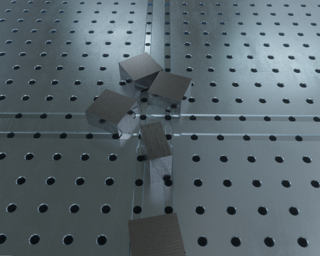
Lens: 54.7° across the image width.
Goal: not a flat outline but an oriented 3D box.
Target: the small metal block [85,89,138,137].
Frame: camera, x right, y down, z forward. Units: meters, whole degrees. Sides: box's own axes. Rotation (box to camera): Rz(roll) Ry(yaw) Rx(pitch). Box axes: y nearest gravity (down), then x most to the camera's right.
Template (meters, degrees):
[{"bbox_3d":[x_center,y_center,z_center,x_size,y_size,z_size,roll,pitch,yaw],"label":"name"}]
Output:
[{"bbox_3d":[-0.065,-0.022,0.425,0.050,0.025,0.050,22,53,17],"label":"small metal block"}]

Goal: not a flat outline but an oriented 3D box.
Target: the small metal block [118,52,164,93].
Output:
[{"bbox_3d":[-0.029,-0.087,0.480,0.050,0.025,0.050,-26,55,-21],"label":"small metal block"}]

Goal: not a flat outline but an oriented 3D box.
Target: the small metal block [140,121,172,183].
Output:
[{"bbox_3d":[-0.005,0.029,0.367,0.025,0.050,0.050,-11,51,-10],"label":"small metal block"}]

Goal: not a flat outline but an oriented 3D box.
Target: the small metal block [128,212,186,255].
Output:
[{"bbox_3d":[-0.004,0.117,0.309,0.050,0.025,0.050,-8,51,-7],"label":"small metal block"}]

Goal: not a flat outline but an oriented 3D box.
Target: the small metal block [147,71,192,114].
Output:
[{"bbox_3d":[0.015,-0.053,0.453,0.050,0.025,0.050,17,52,13],"label":"small metal block"}]
